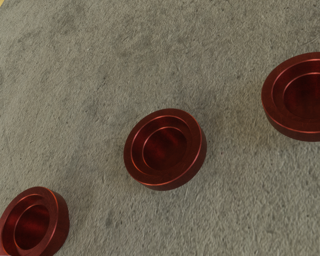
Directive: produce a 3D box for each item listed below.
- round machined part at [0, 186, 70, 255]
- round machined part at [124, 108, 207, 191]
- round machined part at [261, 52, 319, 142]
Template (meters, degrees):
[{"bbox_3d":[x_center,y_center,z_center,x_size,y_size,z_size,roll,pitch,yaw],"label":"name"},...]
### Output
[{"bbox_3d":[-0.156,0.128,0.397,0.098,0.042,0.098,-13,56,21],"label":"round machined part"},{"bbox_3d":[0.009,0.028,0.371,0.098,0.042,0.098,-13,56,21],"label":"round machined part"},{"bbox_3d":[0.161,-0.029,0.326,0.098,0.042,0.098,-13,56,21],"label":"round machined part"}]
